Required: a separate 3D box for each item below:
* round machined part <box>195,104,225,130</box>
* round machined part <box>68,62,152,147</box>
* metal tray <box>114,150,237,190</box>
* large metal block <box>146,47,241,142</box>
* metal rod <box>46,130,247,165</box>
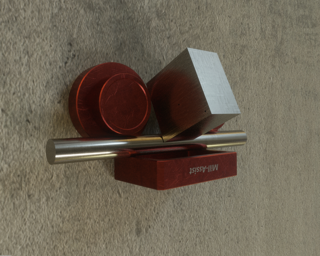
[{"bbox_3d":[0.062,-0.031,0.448,0.099,0.042,0.097,0,90,-40],"label":"round machined part"},{"bbox_3d":[-0.049,-0.026,0.353,0.099,0.042,0.097,0,90,-40],"label":"round machined part"},{"bbox_3d":[0.021,0.046,0.384,0.131,0.090,0.030,-2,91,-40],"label":"metal tray"},{"bbox_3d":[0.036,-0.036,0.368,0.050,0.080,0.080,-3,68,-41],"label":"large metal block"},{"bbox_3d":[0.012,0.019,0.391,0.302,0.025,0.025,-2,91,-40],"label":"metal rod"}]
